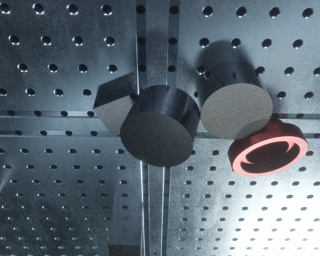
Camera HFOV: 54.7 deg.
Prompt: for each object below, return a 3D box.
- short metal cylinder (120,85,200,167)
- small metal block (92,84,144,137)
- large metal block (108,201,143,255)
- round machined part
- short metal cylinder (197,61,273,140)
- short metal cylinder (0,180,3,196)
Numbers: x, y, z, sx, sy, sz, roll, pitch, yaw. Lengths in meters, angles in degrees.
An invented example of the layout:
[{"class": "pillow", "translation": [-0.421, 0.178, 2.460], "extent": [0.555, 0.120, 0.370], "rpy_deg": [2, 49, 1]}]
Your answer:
[{"class": "short metal cylinder", "translation": [0.002, -0.002, 0.349], "extent": [0.080, 0.050, 0.079], "rpy_deg": [9, 132, 11]}, {"class": "small metal block", "translation": [-0.048, -0.021, 0.393], "extent": [0.050, 0.025, 0.050], "rpy_deg": [-19, 128, 15]}, {"class": "large metal block", "translation": [-0.056, 0.184, 0.531], "extent": [0.050, 0.080, 0.079], "rpy_deg": [2, 130, -2]}, {"class": "round machined part", "translation": [0.138, 0.023, 0.411], "extent": [0.099, 0.042, 0.097], "rpy_deg": [-6, 143, -5]}, {"class": "short metal cylinder", "translation": [0.086, -0.032, 0.368], "extent": [0.080, 0.050, 0.079], "rpy_deg": [0, 130, 0]}, {"class": "short metal cylinder", "translation": [-0.296, 0.105, 0.482], "extent": [0.081, 0.050, 0.079], "rpy_deg": [0, 130, 0]}]
